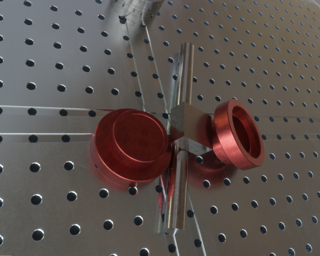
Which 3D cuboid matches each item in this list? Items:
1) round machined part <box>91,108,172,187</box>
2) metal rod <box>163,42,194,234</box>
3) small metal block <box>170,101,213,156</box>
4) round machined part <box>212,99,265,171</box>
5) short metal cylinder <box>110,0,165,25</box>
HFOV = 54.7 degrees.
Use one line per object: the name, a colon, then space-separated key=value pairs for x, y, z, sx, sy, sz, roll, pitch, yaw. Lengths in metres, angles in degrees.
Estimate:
round machined part: x=-0.029 y=0.017 z=0.371 sx=0.099 sy=0.042 sz=0.098 roll=14 pitch=56 yaw=-21
metal rod: x=0.030 y=-0.008 z=0.429 sx=0.025 sy=0.025 sz=0.300 roll=19 pitch=54 yaw=-18
small metal block: x=0.040 y=0.002 z=0.394 sx=0.050 sy=0.025 sz=0.050 roll=26 pitch=52 yaw=-33
round machined part: x=0.102 y=0.012 z=0.430 sx=0.098 sy=0.042 sz=0.098 roll=32 pitch=46 yaw=-39
short metal cylinder: x=-0.035 y=-0.216 z=0.505 sx=0.081 sy=0.050 sz=0.080 roll=14 pitch=56 yaw=-21
